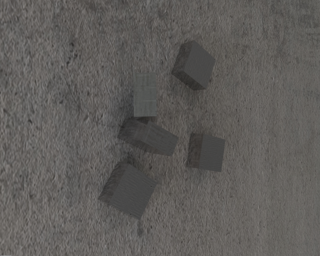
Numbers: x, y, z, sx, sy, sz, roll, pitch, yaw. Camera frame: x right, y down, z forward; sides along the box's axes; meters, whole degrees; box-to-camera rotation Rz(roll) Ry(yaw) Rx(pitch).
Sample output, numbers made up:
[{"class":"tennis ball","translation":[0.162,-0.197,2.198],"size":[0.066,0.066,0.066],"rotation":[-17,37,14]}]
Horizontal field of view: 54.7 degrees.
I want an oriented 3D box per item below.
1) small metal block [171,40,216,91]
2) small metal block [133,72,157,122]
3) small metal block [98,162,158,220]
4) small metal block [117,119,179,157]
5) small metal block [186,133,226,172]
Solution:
[{"class":"small metal block","translation":[0.049,-0.089,0.445],"size":[0.050,0.025,0.050],"rotation":[31,71,-36]},{"class":"small metal block","translation":[-0.017,-0.034,0.368],"size":[0.025,0.050,0.050],"rotation":[-2,83,0]},{"class":"small metal block","translation":[-0.038,0.076,0.373],"size":[0.050,0.025,0.050],"rotation":[40,66,-33]},{"class":"small metal block","translation":[-0.015,0.012,0.375],"size":[0.050,0.050,0.025],"rotation":[30,74,-36]},{"class":"small metal block","translation":[0.069,0.037,0.462],"size":[0.050,0.025,0.050],"rotation":[15,81,-39]}]
